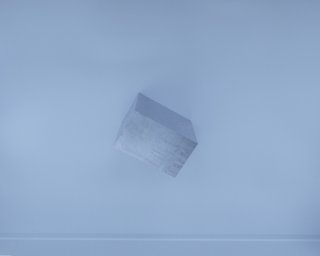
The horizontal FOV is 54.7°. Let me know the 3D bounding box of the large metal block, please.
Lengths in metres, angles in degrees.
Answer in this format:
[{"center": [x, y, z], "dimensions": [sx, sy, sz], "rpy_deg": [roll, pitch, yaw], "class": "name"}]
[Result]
[{"center": [-0.005, 0.006, 0.384], "dimensions": [0.080, 0.080, 0.050], "rpy_deg": [28, 108, -10], "class": "large metal block"}]
